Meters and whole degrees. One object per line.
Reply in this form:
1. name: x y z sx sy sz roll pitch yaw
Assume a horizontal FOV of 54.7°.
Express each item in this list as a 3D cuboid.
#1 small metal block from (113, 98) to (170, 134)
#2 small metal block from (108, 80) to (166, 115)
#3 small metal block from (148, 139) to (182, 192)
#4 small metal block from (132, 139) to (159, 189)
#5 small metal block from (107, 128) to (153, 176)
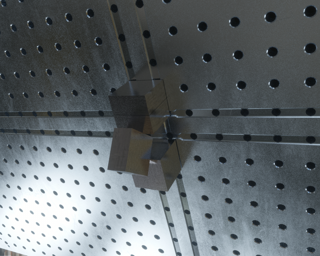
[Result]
1. small metal block: -0.022 -0.016 0.394 0.050 0.050 0.025 2 119 27
2. small metal block: -0.027 -0.038 0.383 0.050 0.050 0.025 2 119 27
3. small metal block: 0.005 0.050 0.420 0.025 0.050 0.050 1 119 27
4. small metal block: -0.017 0.049 0.433 0.025 0.050 0.050 1 119 27
5. small metal block: -0.035 0.030 0.377 0.025 0.050 0.050 1 77 28
